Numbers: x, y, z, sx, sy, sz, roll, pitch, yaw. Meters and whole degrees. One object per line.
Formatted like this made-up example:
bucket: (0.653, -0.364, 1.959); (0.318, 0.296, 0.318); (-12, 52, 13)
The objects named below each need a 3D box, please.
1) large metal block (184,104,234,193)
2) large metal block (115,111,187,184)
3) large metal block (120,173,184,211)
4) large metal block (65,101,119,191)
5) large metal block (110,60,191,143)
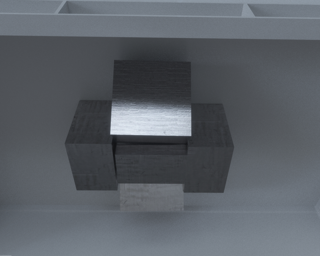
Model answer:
large metal block: (0.055, 0.025, 0.393); (0.050, 0.080, 0.079); (1, 130, -1)
large metal block: (-0.010, 0.023, 0.391); (0.081, 0.080, 0.050); (1, 130, -1)
large metal block: (-0.011, 0.081, 0.431); (0.081, 0.080, 0.050); (0, 88, -2)
large metal block: (-0.078, 0.021, 0.389); (0.050, 0.080, 0.079); (0, 130, -1)
large metal block: (-0.009, -0.026, 0.341); (0.081, 0.080, 0.050); (1, 168, -1)
